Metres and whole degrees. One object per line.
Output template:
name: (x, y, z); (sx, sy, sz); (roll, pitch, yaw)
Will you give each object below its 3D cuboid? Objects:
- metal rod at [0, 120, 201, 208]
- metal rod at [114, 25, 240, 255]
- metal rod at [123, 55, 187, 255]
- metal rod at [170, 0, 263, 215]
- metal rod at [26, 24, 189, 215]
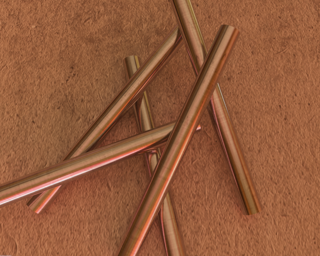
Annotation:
metal rod: (-0.094, 0.045, 0.358); (0.302, 0.025, 0.025); (-20, 71, -11)
metal rod: (0.019, 0.022, 0.355); (0.025, 0.025, 0.299); (25, 88, 8)
metal rod: (-0.007, 0.041, 0.393); (0.025, 0.025, 0.299); (-12, 70, -4)
metal rod: (0.065, -0.041, 0.382); (0.025, 0.025, 0.299); (-18, 86, -6)
metal rod: (-0.058, -0.020, 0.393); (0.025, 0.025, 0.300); (37, 82, 12)
